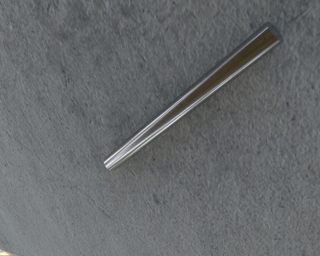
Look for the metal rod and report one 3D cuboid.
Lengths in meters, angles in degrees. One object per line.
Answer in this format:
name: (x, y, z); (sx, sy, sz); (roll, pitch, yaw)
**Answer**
metal rod: (0.017, -0.018, 0.385); (0.025, 0.025, 0.299); (47, 129, -6)
